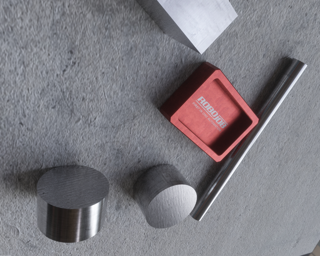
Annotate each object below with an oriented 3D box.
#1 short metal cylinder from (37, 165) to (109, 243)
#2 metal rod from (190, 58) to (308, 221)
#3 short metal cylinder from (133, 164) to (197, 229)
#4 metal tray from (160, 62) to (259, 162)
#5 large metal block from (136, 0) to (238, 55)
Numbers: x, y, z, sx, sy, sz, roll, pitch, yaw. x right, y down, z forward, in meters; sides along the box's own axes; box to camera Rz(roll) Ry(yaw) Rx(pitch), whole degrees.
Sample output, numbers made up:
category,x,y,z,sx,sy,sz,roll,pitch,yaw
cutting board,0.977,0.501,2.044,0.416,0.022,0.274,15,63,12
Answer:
category,x,y,z,sx,sy,sz,roll,pitch,yaw
short metal cylinder,-0.104,0.088,0.369,0.081,0.080,0.050,-3,120,-27
metal rod,0.134,0.027,0.496,0.025,0.025,0.298,20,108,-36
short metal cylinder,0.007,0.100,0.456,0.081,0.050,0.079,-14,124,-21
metal tray,0.073,-0.017,0.432,0.090,0.030,0.130,-47,129,4
large metal block,0.016,-0.127,0.301,0.050,0.080,0.080,-47,129,5
